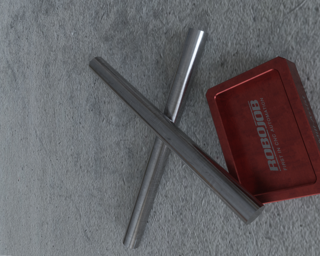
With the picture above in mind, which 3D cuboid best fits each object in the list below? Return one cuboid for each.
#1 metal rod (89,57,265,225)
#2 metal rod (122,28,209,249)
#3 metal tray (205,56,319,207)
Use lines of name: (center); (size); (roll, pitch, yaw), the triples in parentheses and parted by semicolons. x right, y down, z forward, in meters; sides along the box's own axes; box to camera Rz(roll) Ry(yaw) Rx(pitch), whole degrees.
metal rod: (-0.002, -0.006, 0.370); (0.300, 0.025, 0.025); (44, 116, 33)
metal rod: (0.002, 0.024, 0.400); (0.025, 0.025, 0.298); (28, 107, 36)
metal tray: (0.107, 0.006, 0.312); (0.090, 0.030, 0.129); (-23, 75, 37)
